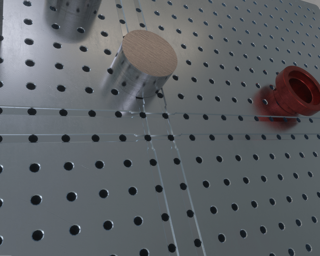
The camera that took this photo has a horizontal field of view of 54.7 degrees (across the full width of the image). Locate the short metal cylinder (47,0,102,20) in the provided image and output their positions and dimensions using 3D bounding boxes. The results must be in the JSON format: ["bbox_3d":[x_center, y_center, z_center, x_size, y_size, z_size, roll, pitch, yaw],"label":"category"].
[{"bbox_3d":[-0.122,-0.207,0.453,0.081,0.050,0.080,14,56,-21],"label":"short metal cylinder"}]

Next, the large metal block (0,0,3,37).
[{"bbox_3d":[-0.224,-0.140,0.338,0.081,0.080,0.050,-25,75,-37],"label":"large metal block"}]

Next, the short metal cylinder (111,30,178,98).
[{"bbox_3d":[-0.023,-0.090,0.434,0.081,0.050,0.080,14,56,-21],"label":"short metal cylinder"}]

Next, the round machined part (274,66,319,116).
[{"bbox_3d":[0.251,-0.064,0.571,0.099,0.042,0.098,14,56,-21],"label":"round machined part"}]
